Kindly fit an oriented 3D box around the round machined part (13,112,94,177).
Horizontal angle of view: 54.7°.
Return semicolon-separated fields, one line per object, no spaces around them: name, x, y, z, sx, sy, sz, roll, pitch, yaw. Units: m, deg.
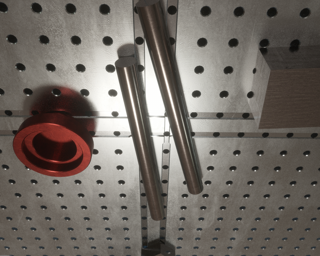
round machined part;-0.138;0.018;0.414;0.099;0.042;0.097;-1;130;0

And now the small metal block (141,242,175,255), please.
small metal block;-0.003;0.264;0.636;0.050;0.025;0.050;-31;124;23

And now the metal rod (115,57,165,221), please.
metal rod;-0.021;0.038;0.443;0.025;0.025;0.298;-5;130;4

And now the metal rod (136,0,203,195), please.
metal rod;0.022;-0.014;0.399;0.025;0.025;0.299;-11;130;8

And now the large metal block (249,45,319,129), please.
large metal block;0.154;-0.046;0.358;0.081;0.050;0.079;-2;130;1
